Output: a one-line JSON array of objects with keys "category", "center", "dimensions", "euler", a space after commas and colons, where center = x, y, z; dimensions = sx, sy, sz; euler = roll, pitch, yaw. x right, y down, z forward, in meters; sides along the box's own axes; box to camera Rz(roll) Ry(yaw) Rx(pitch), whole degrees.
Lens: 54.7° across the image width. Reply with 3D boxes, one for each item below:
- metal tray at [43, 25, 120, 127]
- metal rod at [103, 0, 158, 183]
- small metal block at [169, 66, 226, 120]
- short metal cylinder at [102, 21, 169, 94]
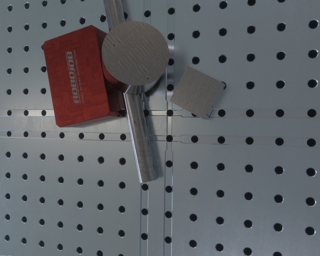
[{"category": "metal tray", "center": [-0.115, -0.072, 0.450], "dimensions": [0.090, 0.030, 0.129], "euler": [-12, 86, 19]}, {"category": "metal rod", "center": [-0.046, -0.075, 0.428], "dimensions": [0.025, 0.025, 0.298], "euler": [-13, 86, 19]}, {"category": "small metal block", "center": [0.048, -0.044, 0.396], "dimensions": [0.050, 0.025, 0.050], "euler": [30, 100, 17]}, {"category": "short metal cylinder", "center": [-0.033, -0.087, 0.393], "dimensions": [0.081, 0.050, 0.080], "euler": [1, 84, -10]}]
